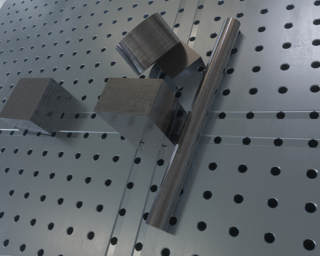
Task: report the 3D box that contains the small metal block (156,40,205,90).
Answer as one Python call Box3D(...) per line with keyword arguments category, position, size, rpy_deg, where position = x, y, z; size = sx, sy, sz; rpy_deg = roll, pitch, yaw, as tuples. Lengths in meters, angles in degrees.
Box3D(category="small metal block", position=(0.030, -0.092, 0.449), size=(0.050, 0.025, 0.050), rpy_deg=(-39, 51, 1))

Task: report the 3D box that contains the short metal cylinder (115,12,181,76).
Box3D(category="short metal cylinder", position=(-0.017, -0.120, 0.448), size=(0.080, 0.050, 0.080), rpy_deg=(-38, 8, 7))

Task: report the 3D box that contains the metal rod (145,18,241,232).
Box3D(category="metal rod", position=(0.049, -0.019, 0.394), size=(0.025, 0.025, 0.300), rpy_deg=(10, 66, 32))

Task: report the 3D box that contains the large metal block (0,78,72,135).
Box3D(category="large metal block", position=(-0.211, -0.038, 0.526), size=(0.080, 0.050, 0.080), rpy_deg=(5, 64, 30))

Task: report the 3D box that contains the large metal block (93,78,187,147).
Box3D(category="large metal block", position=(-0.022, -0.020, 0.397), size=(0.080, 0.080, 0.050), rpy_deg=(7, 65, 31))
